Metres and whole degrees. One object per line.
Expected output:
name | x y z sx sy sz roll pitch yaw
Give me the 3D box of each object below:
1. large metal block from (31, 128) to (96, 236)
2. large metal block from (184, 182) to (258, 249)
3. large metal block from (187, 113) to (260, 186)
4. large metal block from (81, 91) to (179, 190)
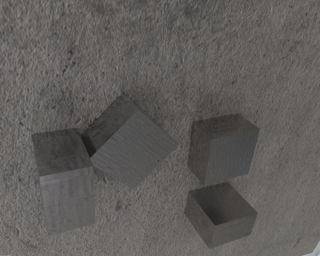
large metal block | -0.108 0.057 0.347 0.050 0.080 0.079 -9 123 -23
large metal block | 0.098 0.141 0.511 0.081 0.080 0.050 -8 122 -25
large metal block | 0.091 0.030 0.459 0.081 0.050 0.079 -11 123 -23
large metal block | -0.039 0.017 0.380 0.080 0.050 0.080 -45 129 3
